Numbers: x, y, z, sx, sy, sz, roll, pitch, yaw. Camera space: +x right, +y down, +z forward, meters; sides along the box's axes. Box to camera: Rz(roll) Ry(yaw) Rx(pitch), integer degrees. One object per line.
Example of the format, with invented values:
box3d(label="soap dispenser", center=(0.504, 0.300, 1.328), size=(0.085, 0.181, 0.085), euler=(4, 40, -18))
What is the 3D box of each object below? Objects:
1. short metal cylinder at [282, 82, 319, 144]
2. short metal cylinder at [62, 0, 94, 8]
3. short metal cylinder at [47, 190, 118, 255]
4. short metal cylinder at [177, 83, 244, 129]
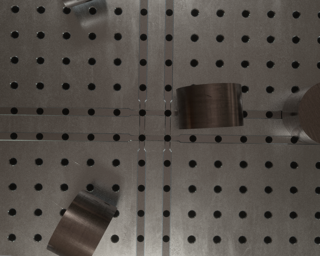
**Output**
box3d(label="short metal cylinder", center=(0.209, -0.018, 0.404), size=(0.081, 0.050, 0.079), euler=(0, 90, -1))
box3d(label="short metal cylinder", center=(-0.106, -0.197, 0.384), size=(0.050, 0.080, 0.080), euler=(-18, 90, 0))
box3d(label="short metal cylinder", center=(-0.095, 0.124, 0.385), size=(0.050, 0.080, 0.080), euler=(28, 90, -1))
box3d(label="short metal cylinder", center=(0.062, -0.025, 0.387), size=(0.081, 0.080, 0.050), euler=(-3, 90, -1))
